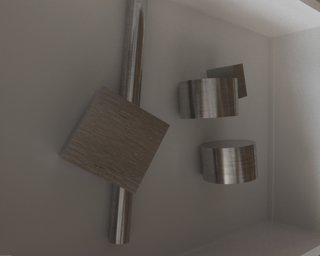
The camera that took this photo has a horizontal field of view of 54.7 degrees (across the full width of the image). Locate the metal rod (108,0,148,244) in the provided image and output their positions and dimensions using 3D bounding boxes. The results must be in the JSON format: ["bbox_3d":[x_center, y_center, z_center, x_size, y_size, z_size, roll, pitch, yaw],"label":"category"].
[{"bbox_3d":[-0.038,-0.015,0.376,0.025,0.025,0.298,7,86,-40],"label":"metal rod"}]

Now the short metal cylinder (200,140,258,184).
[{"bbox_3d":[0.102,0.048,0.459,0.081,0.080,0.050,-9,96,-40],"label":"short metal cylinder"}]

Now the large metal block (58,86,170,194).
[{"bbox_3d":[-0.049,0.013,0.330,0.080,0.050,0.080,31,78,-18],"label":"large metal block"}]

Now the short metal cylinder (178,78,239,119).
[{"bbox_3d":[0.067,-0.040,0.429,0.081,0.080,0.050,-6,94,-40],"label":"short metal cylinder"}]

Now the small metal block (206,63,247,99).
[{"bbox_3d":[0.103,-0.070,0.479,0.025,0.050,0.050,-19,102,-39],"label":"small metal block"}]
